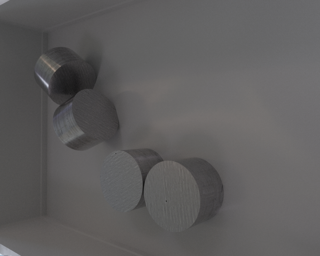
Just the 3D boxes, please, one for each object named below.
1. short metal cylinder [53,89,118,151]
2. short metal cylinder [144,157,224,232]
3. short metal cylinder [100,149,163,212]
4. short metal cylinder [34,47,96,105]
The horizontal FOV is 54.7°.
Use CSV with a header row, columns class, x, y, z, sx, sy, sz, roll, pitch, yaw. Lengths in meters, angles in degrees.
class,x,y,z,sx,sy,sz,roll,pitch,yaw
short metal cylinder,-0.110,-0.012,0.462,0.050,0.081,0.080,-25,74,37
short metal cylinder,0.028,0.076,0.368,0.080,0.050,0.080,0,90,40
short metal cylinder,-0.036,0.069,0.420,0.080,0.050,0.080,0,90,40
short metal cylinder,-0.152,-0.082,0.496,0.050,0.081,0.080,41,115,32
